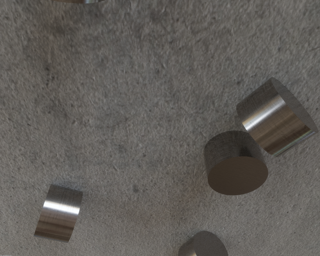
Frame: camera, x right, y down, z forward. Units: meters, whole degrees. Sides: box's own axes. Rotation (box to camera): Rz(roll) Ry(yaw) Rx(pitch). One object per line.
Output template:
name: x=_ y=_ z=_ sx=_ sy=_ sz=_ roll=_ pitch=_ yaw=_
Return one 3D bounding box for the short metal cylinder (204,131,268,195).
short metal cylinder: x=0.104 y=0.050 z=0.435 sx=0.081 sy=0.050 sz=0.079 roll=0 pitch=130 yaw=0

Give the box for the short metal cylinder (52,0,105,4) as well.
short metal cylinder: x=-0.077 y=-0.141 z=0.250 sx=0.081 sy=0.080 sz=0.050 roll=9 pitch=130 yaw=-8

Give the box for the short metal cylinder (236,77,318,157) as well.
short metal cylinder: x=0.136 y=-0.013 z=0.362 sx=0.080 sy=0.080 sz=0.050 roll=33 pitch=123 yaw=-25

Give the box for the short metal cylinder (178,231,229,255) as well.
short metal cylinder: x=0.081 y=0.241 z=0.578 sx=0.080 sy=0.080 sz=0.050 roll=25 pitch=126 yaw=-20

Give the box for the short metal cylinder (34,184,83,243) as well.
short metal cylinder: x=-0.157 y=0.132 z=0.482 sx=0.050 sy=0.080 sz=0.079 roll=18 pitch=128 yaw=-15
